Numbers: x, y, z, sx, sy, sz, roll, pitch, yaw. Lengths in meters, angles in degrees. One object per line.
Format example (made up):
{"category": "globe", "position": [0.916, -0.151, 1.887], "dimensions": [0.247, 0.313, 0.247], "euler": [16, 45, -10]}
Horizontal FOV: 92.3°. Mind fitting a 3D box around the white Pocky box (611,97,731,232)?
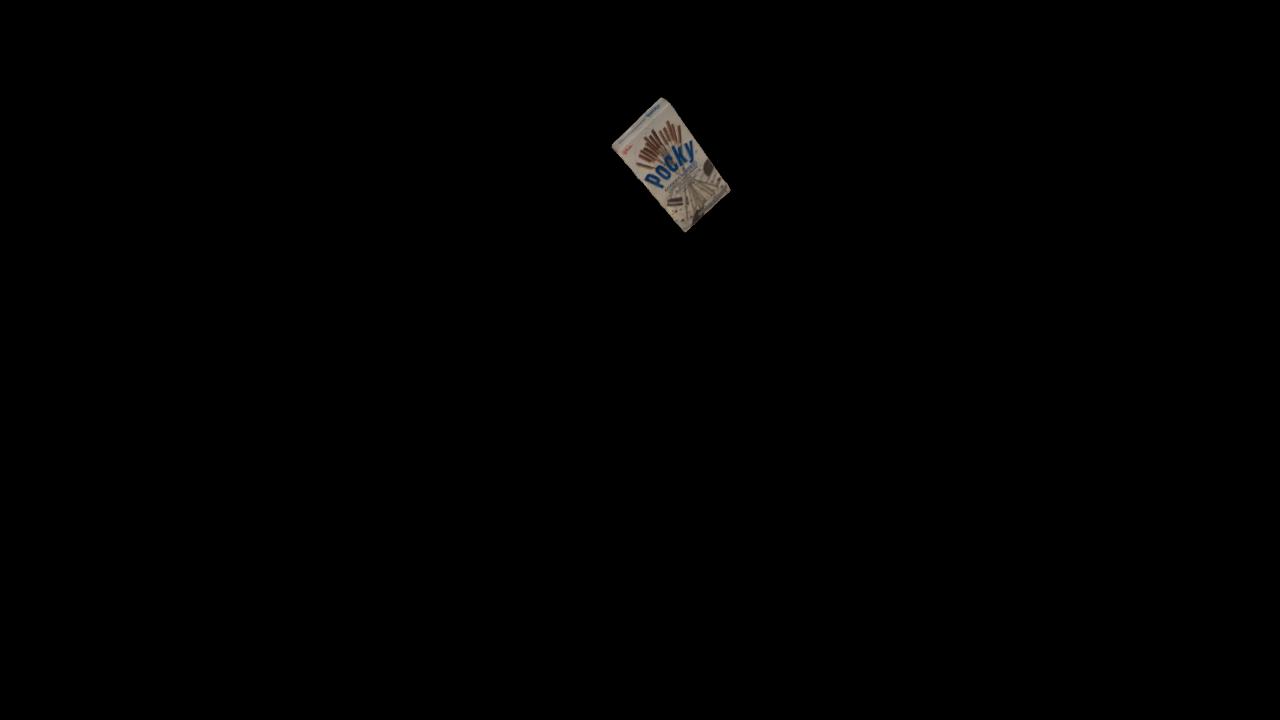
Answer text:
{"category": "white Pocky box", "position": [0.042, -0.237, 0.762], "dimensions": [0.154, 0.084, 0.028], "euler": [40, 12, -43]}
